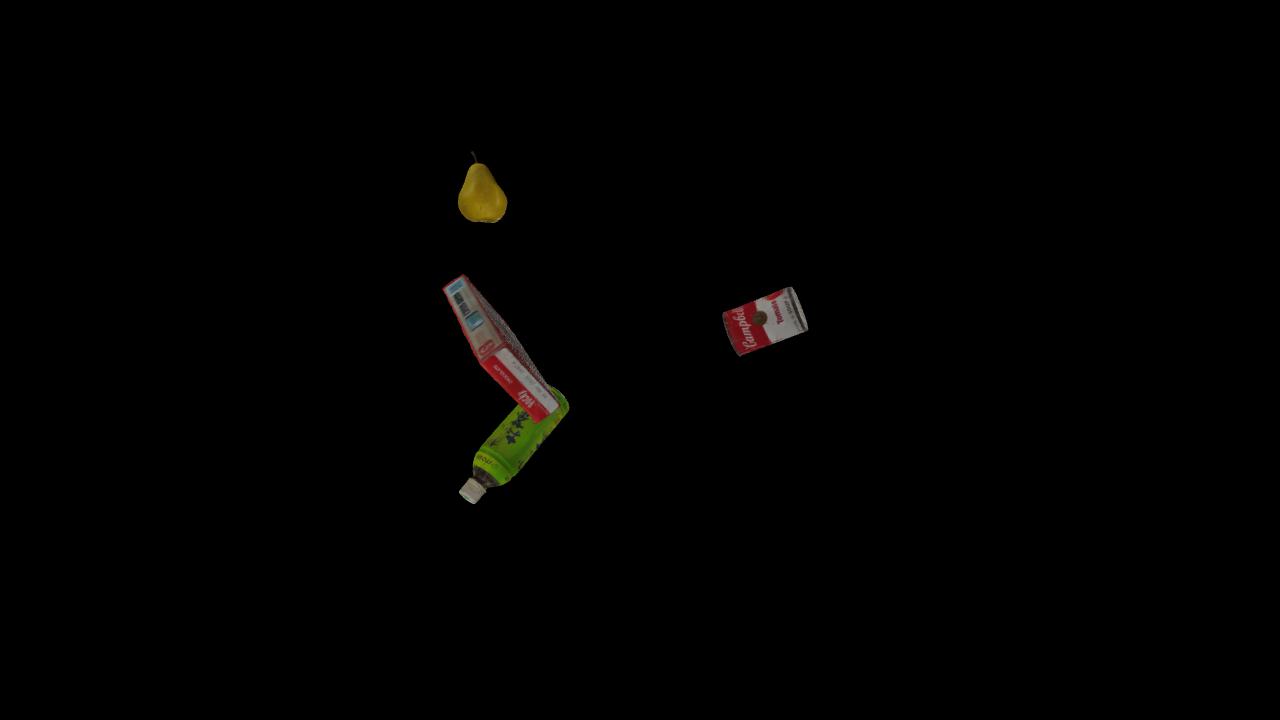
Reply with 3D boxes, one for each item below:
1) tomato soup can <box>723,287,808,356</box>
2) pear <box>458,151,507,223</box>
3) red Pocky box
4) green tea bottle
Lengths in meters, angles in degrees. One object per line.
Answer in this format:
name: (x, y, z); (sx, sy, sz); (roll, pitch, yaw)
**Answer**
tomato soup can: (0.175, -0.053, 0.855); (0.101, 0.068, 0.068); (-21, -7, 19)
pear: (-0.260, -0.285, 1.018); (0.080, 0.111, 0.080); (2, 8, 0)
red Pocky box: (-0.125, -0.014, 0.543); (0.083, 0.028, 0.155); (54, -5, -39)
green tea bottle: (-0.197, 0.130, 0.951); (0.073, 0.073, 0.212); (0, 44, 48)
